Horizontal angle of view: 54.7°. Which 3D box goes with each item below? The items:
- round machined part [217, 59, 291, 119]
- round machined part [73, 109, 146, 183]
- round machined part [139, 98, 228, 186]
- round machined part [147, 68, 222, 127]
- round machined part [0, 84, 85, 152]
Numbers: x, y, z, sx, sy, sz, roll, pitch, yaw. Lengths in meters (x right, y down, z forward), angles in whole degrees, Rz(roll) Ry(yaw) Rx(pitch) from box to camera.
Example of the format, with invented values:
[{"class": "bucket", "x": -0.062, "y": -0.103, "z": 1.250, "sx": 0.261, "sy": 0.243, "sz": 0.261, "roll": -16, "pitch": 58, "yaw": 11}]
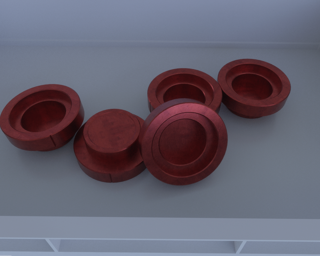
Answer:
[{"class": "round machined part", "x": 0.128, "y": -0.052, "z": 0.439, "sx": 0.099, "sy": 0.042, "sz": 0.098, "roll": 1, "pitch": 50, "yaw": 0}, {"class": "round machined part", "x": -0.057, "y": 0.014, "z": 0.381, "sx": 0.099, "sy": 0.042, "sz": 0.098, "roll": 0, "pitch": 50, "yaw": 0}, {"class": "round machined part", "x": 0.024, "y": 0.013, "z": 0.357, "sx": 0.099, "sy": 0.097, "sz": 0.042, "roll": -12, "pitch": 20, "yaw": -10}, {"class": "round machined part", "x": 0.033, "y": -0.034, "z": 0.423, "sx": 0.099, "sy": 0.042, "sz": 0.098, "roll": 0, "pitch": 50, "yaw": 0}, {"class": "round machined part", "x": -0.145, "y": -0.009, "z": 0.396, "sx": 0.099, "sy": 0.042, "sz": 0.098, "roll": -3, "pitch": 48, "yaw": 3}]
